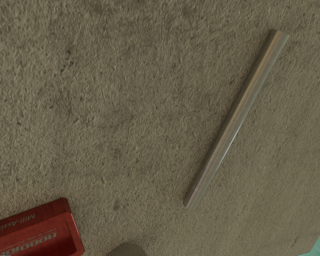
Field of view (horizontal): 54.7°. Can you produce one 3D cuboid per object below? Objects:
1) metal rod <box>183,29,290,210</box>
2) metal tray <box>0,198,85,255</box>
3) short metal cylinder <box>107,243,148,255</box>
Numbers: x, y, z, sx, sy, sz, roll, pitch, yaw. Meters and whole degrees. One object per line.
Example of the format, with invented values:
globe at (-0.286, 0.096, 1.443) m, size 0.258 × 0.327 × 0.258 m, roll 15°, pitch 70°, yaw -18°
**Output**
metal rod at (0.106, 0.000, 0.466) m, size 0.025 × 0.025 × 0.298 m, roll 11°, pitch 113°, yaw -33°
metal tray at (-0.174, 0.153, 0.404) m, size 0.131 × 0.030 × 0.089 m, roll -18°, pitch 126°, yaw -18°
short metal cylinder at (-0.048, 0.233, 0.491) m, size 0.080 × 0.080 × 0.050 m, roll -32°, pitch 129°, yaw -8°
